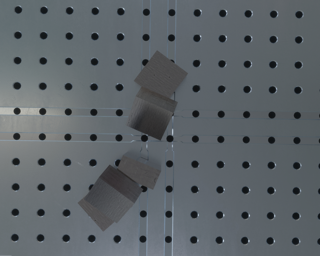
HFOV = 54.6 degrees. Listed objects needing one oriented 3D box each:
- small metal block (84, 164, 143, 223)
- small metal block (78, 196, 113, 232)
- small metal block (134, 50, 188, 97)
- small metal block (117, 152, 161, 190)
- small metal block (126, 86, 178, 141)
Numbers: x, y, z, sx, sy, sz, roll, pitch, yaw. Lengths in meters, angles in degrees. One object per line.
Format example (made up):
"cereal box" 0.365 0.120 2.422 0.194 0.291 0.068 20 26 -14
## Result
"small metal block" -0.057 0.080 0.376 0.050 0.025 0.050 37 127 0
"small metal block" -0.071 0.099 0.413 0.050 0.025 0.050 -41 90 0
"small metal block" 0.001 -0.066 0.413 0.050 0.025 0.050 37 90 0
"small metal block" -0.026 0.054 0.401 0.050 0.050 0.025 23 90 0
"small metal block" -0.011 -0.018 0.400 0.050 0.025 0.050 24 130 0
